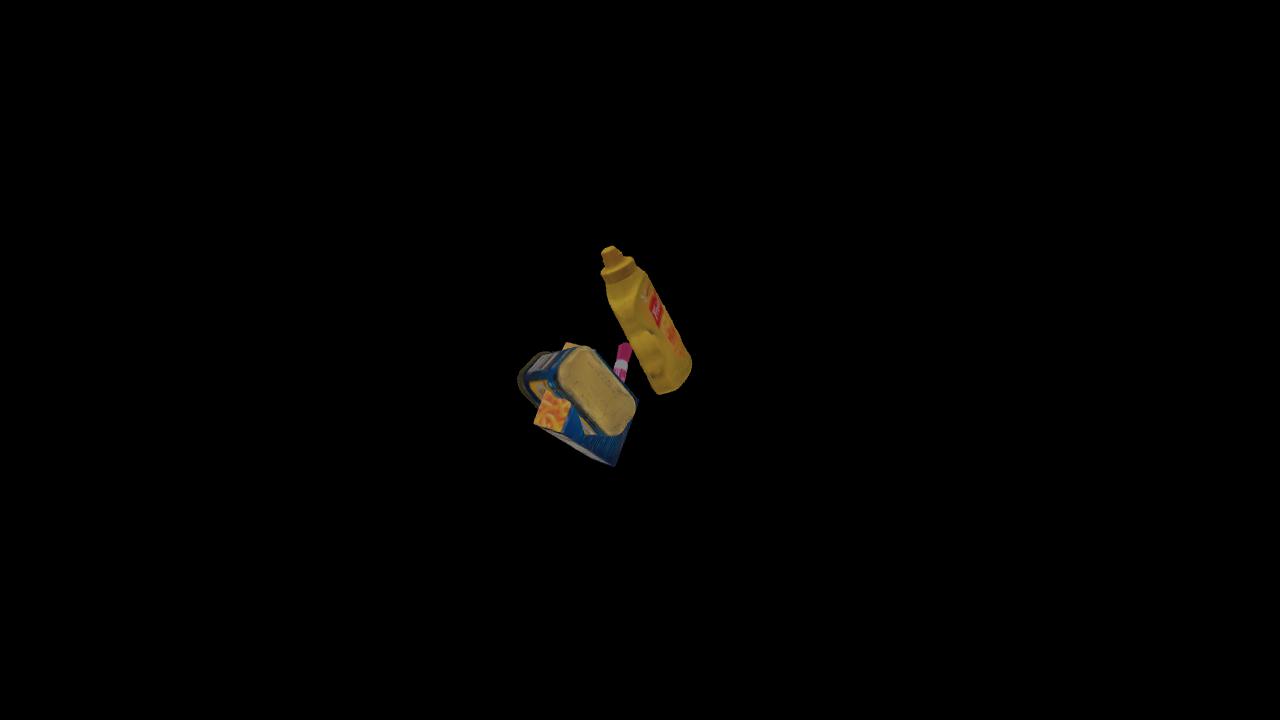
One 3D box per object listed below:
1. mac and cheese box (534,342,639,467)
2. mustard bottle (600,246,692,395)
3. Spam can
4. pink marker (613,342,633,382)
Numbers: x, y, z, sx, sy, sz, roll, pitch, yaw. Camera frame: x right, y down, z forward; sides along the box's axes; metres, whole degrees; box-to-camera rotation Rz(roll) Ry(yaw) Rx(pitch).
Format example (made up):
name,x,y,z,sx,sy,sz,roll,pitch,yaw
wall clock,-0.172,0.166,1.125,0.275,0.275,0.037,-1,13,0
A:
name,x,y,z,sx,sy,sz,roll,pitch,yaw
mac and cheese box,-0.053,0.056,0.690,0.041,0.093,0.184,16,-15,20
mustard bottle,0.002,-0.054,0.740,0.054,0.184,0.092,-16,26,28
Spam can,-0.065,0.035,0.640,0.085,0.101,0.058,-10,36,54
pink marker,-0.029,0.030,0.755,0.020,0.121,0.020,9,-31,6
